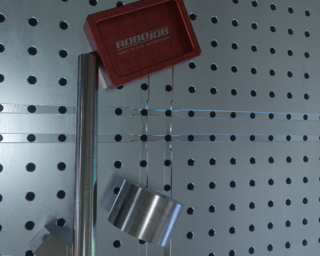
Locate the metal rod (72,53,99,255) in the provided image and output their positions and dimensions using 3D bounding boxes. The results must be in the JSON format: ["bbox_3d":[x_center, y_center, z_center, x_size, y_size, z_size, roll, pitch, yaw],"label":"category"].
[{"bbox_3d":[-0.083,0.059,0.348,0.025,0.025,0.299,3,77,-20],"label":"metal rod"}]

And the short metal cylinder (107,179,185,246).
[{"bbox_3d":[-0.017,0.101,0.377,0.080,0.080,0.050,26,81,-18],"label":"short metal cylinder"}]

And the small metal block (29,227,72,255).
[{"bbox_3d":[-0.119,0.141,0.354,0.050,0.050,0.025,44,65,-15],"label":"small metal block"}]

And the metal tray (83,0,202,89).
[{"bbox_3d":[-0.020,-0.114,0.402,0.131,0.030,0.090,-24,98,-19],"label":"metal tray"}]
